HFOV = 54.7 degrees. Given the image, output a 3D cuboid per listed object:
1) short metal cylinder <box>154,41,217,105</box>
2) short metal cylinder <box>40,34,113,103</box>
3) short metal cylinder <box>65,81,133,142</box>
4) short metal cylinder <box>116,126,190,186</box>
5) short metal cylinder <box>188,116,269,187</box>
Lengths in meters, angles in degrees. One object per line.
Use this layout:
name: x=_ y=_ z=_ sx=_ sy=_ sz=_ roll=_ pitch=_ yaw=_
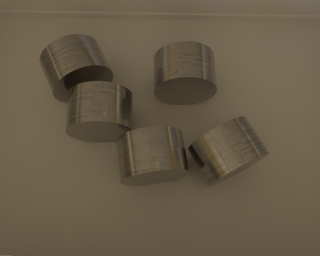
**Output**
short metal cylinder: x=0.032 y=-0.069 z=0.406 sx=0.081 sy=0.080 sz=0.050 roll=-1 pitch=70 yaw=-1
short metal cylinder: x=-0.109 y=-0.076 z=0.407 sx=0.080 sy=0.080 sz=0.050 roll=-25 pitch=72 yaw=-9
short metal cylinder: x=-0.074 y=-0.017 z=0.386 sx=0.081 sy=0.080 sz=0.050 roll=-2 pitch=70 yaw=-1
short metal cylinder: x=-0.009 y=0.035 z=0.368 sx=0.081 sy=0.080 sz=0.050 roll=-8 pitch=71 yaw=-3
short metal cylinder: x=0.081 y=0.029 z=0.371 sx=0.080 sy=0.080 sz=0.050 roll=-25 pitch=72 yaw=-9
